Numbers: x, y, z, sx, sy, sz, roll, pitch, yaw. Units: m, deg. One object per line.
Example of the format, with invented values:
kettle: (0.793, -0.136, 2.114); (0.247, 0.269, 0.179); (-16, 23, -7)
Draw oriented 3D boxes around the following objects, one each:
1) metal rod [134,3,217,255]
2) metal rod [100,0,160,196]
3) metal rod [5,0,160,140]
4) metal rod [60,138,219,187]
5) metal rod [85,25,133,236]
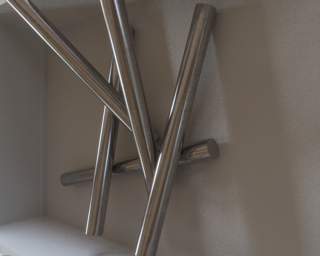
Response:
metal rod: (0.018, 0.004, 0.363); (0.025, 0.025, 0.298); (14, 90, 39)
metal rod: (-0.033, -0.055, 0.346); (0.025, 0.025, 0.298); (5, 115, 40)
metal rod: (-0.113, -0.089, 0.418); (0.300, 0.025, 0.025); (46, 121, 0)
metal rod: (-0.051, 0.057, 0.449); (0.299, 0.025, 0.025); (-16, 80, 38)
metal rod: (-0.072, 0.000, 0.442); (0.025, 0.025, 0.298); (5, 86, 40)
